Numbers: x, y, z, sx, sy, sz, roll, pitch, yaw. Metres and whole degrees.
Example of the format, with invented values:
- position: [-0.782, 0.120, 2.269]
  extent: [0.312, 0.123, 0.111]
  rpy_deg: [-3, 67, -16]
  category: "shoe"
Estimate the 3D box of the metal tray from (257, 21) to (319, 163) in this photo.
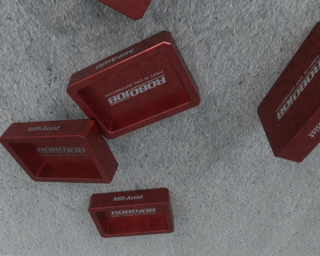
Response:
- position: [0.161, -0.037, 0.334]
  extent: [0.030, 0.090, 0.129]
  rpy_deg: [15, 129, -13]
  category: "metal tray"

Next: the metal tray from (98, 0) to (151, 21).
- position: [-0.027, -0.170, 0.259]
  extent: [0.090, 0.030, 0.129]
  rpy_deg: [24, 126, -19]
  category: "metal tray"

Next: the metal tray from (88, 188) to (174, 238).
- position: [-0.045, 0.146, 0.527]
  extent: [0.131, 0.030, 0.089]
  rpy_deg: [-6, 130, 5]
  category: "metal tray"

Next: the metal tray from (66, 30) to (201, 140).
- position: [-0.029, -0.045, 0.364]
  extent: [0.130, 0.030, 0.090]
  rpy_deg: [-21, 127, 17]
  category: "metal tray"

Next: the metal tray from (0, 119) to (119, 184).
- position: [-0.131, 0.033, 0.409]
  extent: [0.130, 0.030, 0.090]
  rpy_deg: [-2, 132, 21]
  category: "metal tray"
